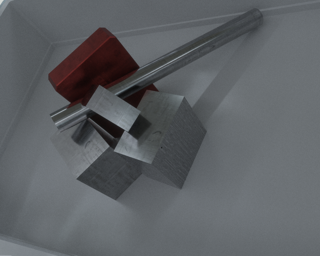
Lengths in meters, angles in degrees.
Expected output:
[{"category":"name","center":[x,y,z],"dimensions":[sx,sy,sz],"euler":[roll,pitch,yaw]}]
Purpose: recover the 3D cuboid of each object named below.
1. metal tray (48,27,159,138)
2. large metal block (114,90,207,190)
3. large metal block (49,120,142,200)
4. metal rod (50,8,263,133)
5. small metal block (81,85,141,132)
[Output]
[{"category":"metal tray","center":[-0.064,-0.052,0.399],"dimensions":[0.090,0.130,0.030],"euler":[-43,50,0]},{"category":"large metal block","center":[0.005,0.014,0.357],"dimensions":[0.050,0.080,0.080],"euler":[14,69,33]},{"category":"large metal block","center":[-0.079,0.035,0.389],"dimensions":[0.050,0.080,0.080],"euler":[-45,51,-3]},{"category":"metal rod","center":[0.007,-0.079,0.390],"dimensions":[0.302,0.025,0.025],"euler":[-30,50,-14]},{"category":"small metal block","center":[-0.055,-0.023,0.334],"dimensions":[0.025,0.050,0.050],"euler":[-59,21,-4]}]
